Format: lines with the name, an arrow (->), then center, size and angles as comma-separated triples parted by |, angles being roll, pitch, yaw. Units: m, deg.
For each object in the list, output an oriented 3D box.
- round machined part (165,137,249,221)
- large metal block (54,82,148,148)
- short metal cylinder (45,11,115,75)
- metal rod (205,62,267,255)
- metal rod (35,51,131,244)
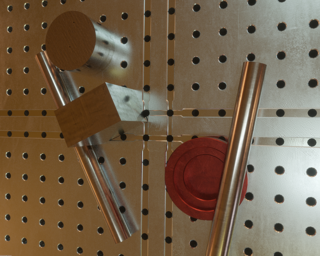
round machined part -> 0.059, 0.060, 0.383 | 0.098, 0.042, 0.097 | 0, 90, 20
large metal block -> -0.075, -0.015, 0.410 | 0.080, 0.080, 0.050 | -26, 82, 18
short metal cylinder -> -0.112, -0.117, 0.439 | 0.080, 0.050, 0.080 | 0, 90, 20
metal rod -> 0.075, 0.078, 0.341 | 0.025, 0.025, 0.298 | 12, 94, 19
metal rod -> -0.115, 0.022, 0.453 | 0.025, 0.025, 0.299 | -28, 81, 18
